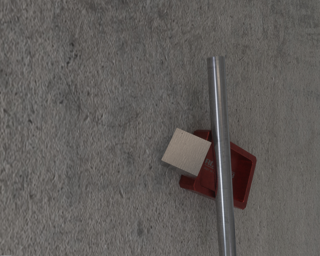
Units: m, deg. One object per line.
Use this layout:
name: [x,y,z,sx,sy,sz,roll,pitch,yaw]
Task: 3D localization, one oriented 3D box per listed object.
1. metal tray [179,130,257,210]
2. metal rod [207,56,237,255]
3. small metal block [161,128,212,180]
metal tray: [0.095,0.067,0.480,0.131,0.030,0.090,28,73,-37]
metal rod: [0.088,0.051,0.438,0.025,0.025,0.298,-7,95,-40]
small metal block: [0.035,0.035,0.416,0.050,0.025,0.050,24,69,7]
